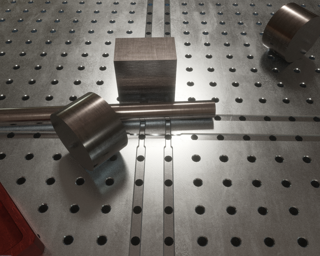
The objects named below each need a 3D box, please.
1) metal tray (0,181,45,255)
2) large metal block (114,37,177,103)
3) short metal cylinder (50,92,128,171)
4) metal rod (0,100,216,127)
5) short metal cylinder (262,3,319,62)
[{"bbox_3d":[-0.194,0.123,0.298,0.131,0.030,0.090,-35,58,-26],"label":"metal tray"},{"bbox_3d":[-0.020,-0.080,0.439,0.081,0.080,0.050,-2,50,-2],"label":"large metal block"},{"bbox_3d":[-0.084,0.004,0.367,0.080,0.080,0.050,37,59,26],"label":"short metal cylinder"},{"bbox_3d":[-0.076,-0.020,0.423,0.302,0.025,0.025,-2,50,-3],"label":"metal rod"},{"bbox_3d":[0.216,-0.155,0.505,0.081,0.080,0.050,-27,55,-21],"label":"short metal cylinder"}]
